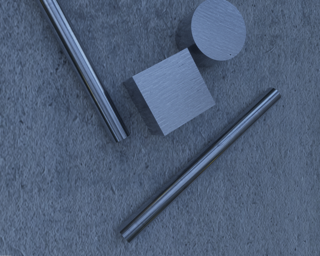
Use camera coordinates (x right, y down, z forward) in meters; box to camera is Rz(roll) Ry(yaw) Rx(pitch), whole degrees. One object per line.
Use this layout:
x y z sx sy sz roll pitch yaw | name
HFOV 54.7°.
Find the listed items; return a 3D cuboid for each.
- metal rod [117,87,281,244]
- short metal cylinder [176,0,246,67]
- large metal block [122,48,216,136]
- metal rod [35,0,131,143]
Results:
0.064 0.042 0.432 0.301 0.025 0.025 -41 103 -16 | metal rod
0.068 -0.126 0.421 0.081 0.050 0.079 0 90 -20 | short metal cylinder
0.011 -0.045 0.400 0.080 0.050 0.080 -32 101 -17 | large metal block
-0.115 -0.118 0.366 0.025 0.025 0.299 -30 100 -18 | metal rod
